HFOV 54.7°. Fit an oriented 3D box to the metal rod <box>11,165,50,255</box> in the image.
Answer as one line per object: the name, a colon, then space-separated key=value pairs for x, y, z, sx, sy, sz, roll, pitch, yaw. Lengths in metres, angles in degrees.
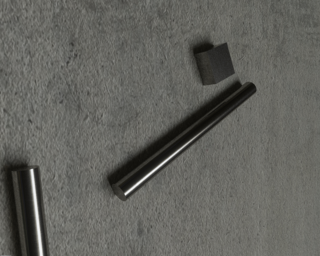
metal rod: x=-0.116 y=0.186 z=0.307 sx=0.025 sy=0.025 sz=0.298 roll=-9 pitch=96 yaw=-40

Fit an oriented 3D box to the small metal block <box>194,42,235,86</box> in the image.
small metal block: x=0.085 y=-0.098 z=0.475 sx=0.050 sy=0.025 sz=0.050 roll=-31 pitch=110 yaw=-36

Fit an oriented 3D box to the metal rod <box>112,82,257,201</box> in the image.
metal rod: x=0.053 y=0.004 z=0.449 sx=0.302 sy=0.025 sz=0.025 roll=-35 pitch=112 yaw=-34
